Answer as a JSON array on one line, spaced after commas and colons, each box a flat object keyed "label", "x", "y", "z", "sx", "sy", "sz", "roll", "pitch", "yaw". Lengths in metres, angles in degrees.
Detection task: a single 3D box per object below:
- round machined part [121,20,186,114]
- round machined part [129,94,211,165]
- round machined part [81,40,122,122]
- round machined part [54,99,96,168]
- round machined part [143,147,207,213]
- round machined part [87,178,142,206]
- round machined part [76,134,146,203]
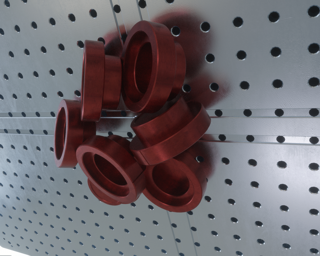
[{"label": "round machined part", "x": -0.007, "y": -0.065, "z": 0.343, "sx": 0.098, "sy": 0.042, "sz": 0.097, "roll": -3, "pitch": 86, "yaw": 61}, {"label": "round machined part", "x": 0.005, "y": -0.004, "z": 0.358, "sx": 0.098, "sy": 0.098, "sz": 0.042, "roll": -20, "pitch": 110, "yaw": 36}, {"label": "round machined part", "x": -0.073, "y": -0.056, "z": 0.381, "sx": 0.042, "sy": 0.098, "sz": 0.097, "roll": 2, "pitch": 128, "yaw": -16}, {"label": "round machined part", "x": -0.123, "y": 0.009, "z": 0.449, "sx": 0.042, "sy": 0.098, "sz": 0.097, "roll": 5, "pitch": 135, "yaw": -28}, {"label": "round machined part", "x": 0.018, "y": 0.066, "z": 0.432, "sx": 0.098, "sy": 0.042, "sz": 0.097, "roll": 13, "pitch": 124, "yaw": 21}, {"label": "round machined part", "x": -0.075, "y": 0.084, "z": 0.493, "sx": 0.098, "sy": 0.042, "sz": 0.097, "roll": 13, "pitch": 124, "yaw": 20}, {"label": "round machined part", "x": -0.057, "y": 0.047, "z": 0.401, "sx": 0.098, "sy": 0.042, "sz": 0.097, "roll": 25, "pitch": 140, "yaw": 23}]
